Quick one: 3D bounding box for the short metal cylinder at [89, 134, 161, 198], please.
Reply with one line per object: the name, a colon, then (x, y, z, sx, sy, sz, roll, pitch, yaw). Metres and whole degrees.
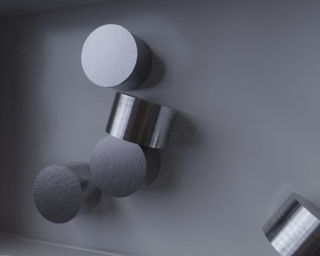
short metal cylinder: (-0.045, 0.048, 0.413, 0.080, 0.050, 0.080, 0, 90, 20)

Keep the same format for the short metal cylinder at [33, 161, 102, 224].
short metal cylinder: (-0.131, 0.090, 0.444, 0.080, 0.050, 0.080, 0, 90, 20)

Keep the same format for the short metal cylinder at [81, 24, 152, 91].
short metal cylinder: (-0.057, -0.092, 0.417, 0.080, 0.050, 0.080, 0, 90, 20)

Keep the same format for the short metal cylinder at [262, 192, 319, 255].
short metal cylinder: (0.157, 0.114, 0.326, 0.080, 0.080, 0.050, 38, 102, 16)

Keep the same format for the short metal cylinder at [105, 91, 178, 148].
short metal cylinder: (-0.023, -0.011, 0.389, 0.080, 0.080, 0.050, 18, 96, 19)
